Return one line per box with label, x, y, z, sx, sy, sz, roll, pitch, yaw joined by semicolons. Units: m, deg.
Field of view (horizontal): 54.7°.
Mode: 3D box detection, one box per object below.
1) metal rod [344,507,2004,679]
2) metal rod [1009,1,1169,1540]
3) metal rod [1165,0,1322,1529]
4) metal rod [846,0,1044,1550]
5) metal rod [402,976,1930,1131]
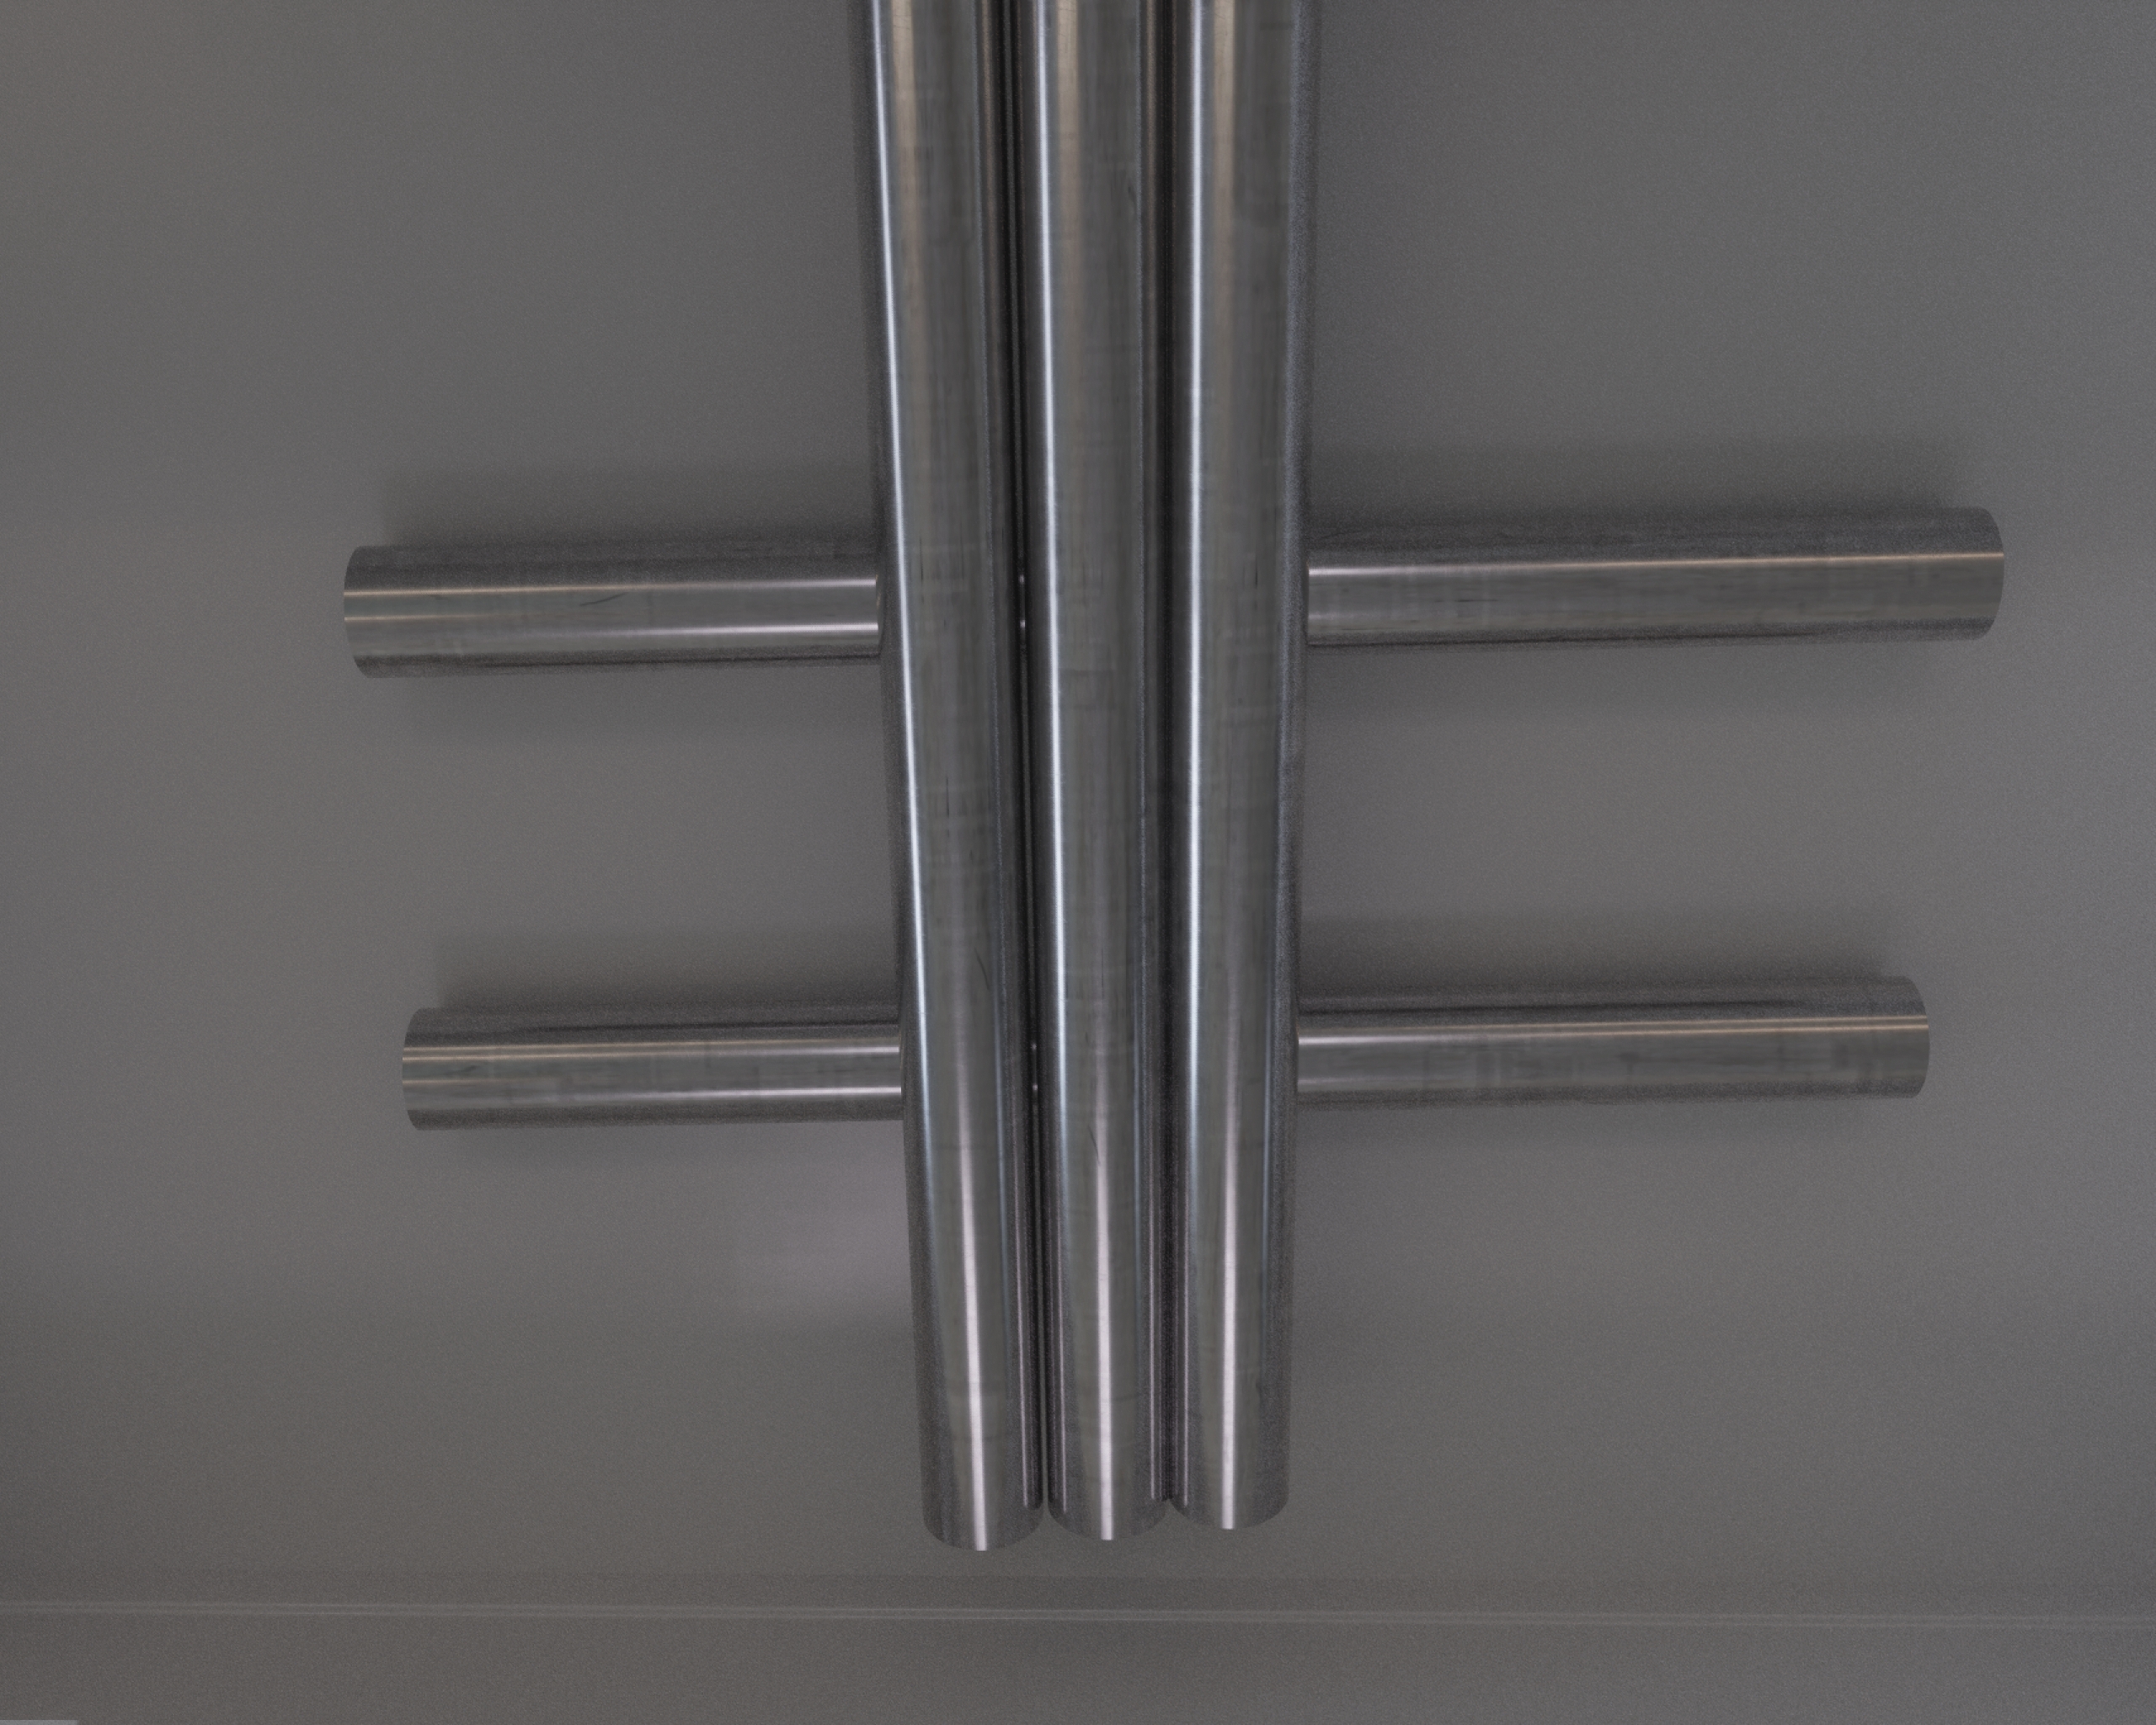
metal rod;0.018;-0.051;0.392;0.302;0.025;0.025;-1;110;0
metal rod;0.004;-0.008;0.379;0.025;0.025;0.298;-1;110;0
metal rod;0.028;-0.010;0.379;0.025;0.025;0.298;-1;110;0
metal rod;-0.022;-0.006;0.380;0.025;0.025;0.298;-1;110;0
metal rod;0.018;0.039;0.425;0.302;0.025;0.025;-1;110;0
